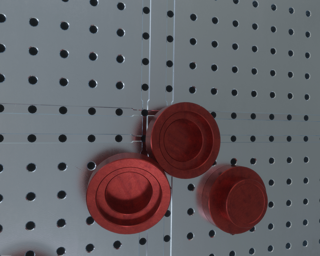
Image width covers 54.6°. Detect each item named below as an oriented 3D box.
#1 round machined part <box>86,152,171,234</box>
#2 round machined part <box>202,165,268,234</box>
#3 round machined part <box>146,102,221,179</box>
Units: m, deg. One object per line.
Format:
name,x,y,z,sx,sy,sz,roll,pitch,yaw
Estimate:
round machined part,-0.038,0.075,0.379,0.099,0.042,0.097,-2,105,-8
round machined part,0.114,0.104,0.445,0.099,0.042,0.097,0,90,-20
round machined part,0.027,0.016,0.412,0.099,0.042,0.098,1,88,-21
